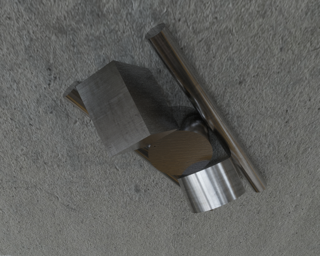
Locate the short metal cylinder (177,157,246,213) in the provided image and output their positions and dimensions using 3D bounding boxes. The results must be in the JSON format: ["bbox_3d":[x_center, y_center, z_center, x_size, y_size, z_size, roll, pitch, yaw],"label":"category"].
[{"bbox_3d":[0.071,0.078,0.432,0.080,0.080,0.050,-25,84,19],"label":"short metal cylinder"}]

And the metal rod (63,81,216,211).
[{"bbox_3d":[-0.010,0.040,0.442,0.025,0.025,0.300,-33,123,25],"label":"metal rod"}]

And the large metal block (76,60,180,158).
[{"bbox_3d":[-0.031,-0.021,0.334,0.050,0.080,0.080,-30,83,22],"label":"large metal block"}]

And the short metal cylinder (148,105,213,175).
[{"bbox_3d":[0.026,0.017,0.407,0.081,0.050,0.079,0,130,0],"label":"short metal cylinder"}]

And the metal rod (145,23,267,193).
[{"bbox_3d":[0.075,-0.005,0.404,0.025,0.025,0.300,-26,126,20],"label":"metal rod"}]
